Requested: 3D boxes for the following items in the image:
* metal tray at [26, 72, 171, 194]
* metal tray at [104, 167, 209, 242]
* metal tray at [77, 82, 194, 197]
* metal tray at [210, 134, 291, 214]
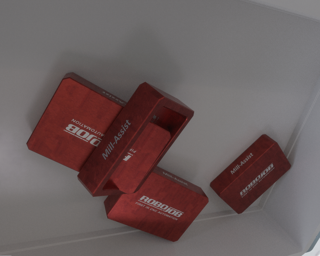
[{"bbox_3d":[-0.066,0.009,0.348,0.131,0.030,0.090,29,103,-18],"label":"metal tray"},{"bbox_3d":[-0.004,0.109,0.457,0.131,0.030,0.090,30,102,-28],"label":"metal tray"},{"bbox_3d":[-0.024,0.018,0.356,0.130,0.030,0.090,-54,153,10],"label":"metal tray"},{"bbox_3d":[0.161,0.083,0.545,0.130,0.030,0.090,-44,129,2],"label":"metal tray"}]
